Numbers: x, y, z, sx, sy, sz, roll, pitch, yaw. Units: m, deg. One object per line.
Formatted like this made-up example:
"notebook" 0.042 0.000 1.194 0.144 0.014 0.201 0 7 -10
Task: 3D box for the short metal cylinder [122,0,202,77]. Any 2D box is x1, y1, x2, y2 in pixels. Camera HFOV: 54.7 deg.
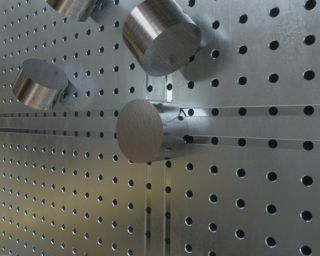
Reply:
"short metal cylinder" 0.002 -0.108 0.372 0.080 0.081 0.050 -48 62 29

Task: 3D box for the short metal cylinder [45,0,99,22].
"short metal cylinder" -0.137 -0.214 0.487 0.050 0.081 0.080 -46 63 30

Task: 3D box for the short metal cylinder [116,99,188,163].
"short metal cylinder" -0.011 0.004 0.402 0.080 0.050 0.079 0 90 40

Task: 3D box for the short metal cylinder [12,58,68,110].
"short metal cylinder" -0.211 -0.077 0.548 0.050 0.081 0.080 -50 61 28
